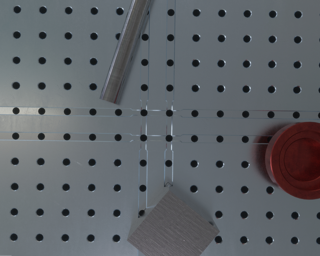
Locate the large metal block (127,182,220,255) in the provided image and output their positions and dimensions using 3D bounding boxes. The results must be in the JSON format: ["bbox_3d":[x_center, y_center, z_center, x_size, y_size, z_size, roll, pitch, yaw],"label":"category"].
[{"bbox_3d":[0.016,0.131,0.401,0.080,0.050,0.080,40,90,0],"label":"large metal block"}]

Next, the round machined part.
[{"bbox_3d":[0.187,0.041,0.407,0.099,0.042,0.097,0,90,0],"label":"round machined part"}]

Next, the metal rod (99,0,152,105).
[{"bbox_3d":[-0.022,-0.177,0.413,0.025,0.025,0.298,18,90,0],"label":"metal rod"}]
